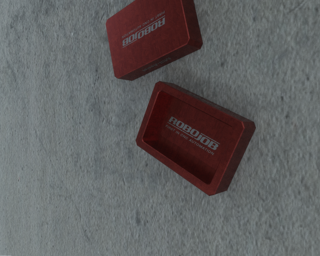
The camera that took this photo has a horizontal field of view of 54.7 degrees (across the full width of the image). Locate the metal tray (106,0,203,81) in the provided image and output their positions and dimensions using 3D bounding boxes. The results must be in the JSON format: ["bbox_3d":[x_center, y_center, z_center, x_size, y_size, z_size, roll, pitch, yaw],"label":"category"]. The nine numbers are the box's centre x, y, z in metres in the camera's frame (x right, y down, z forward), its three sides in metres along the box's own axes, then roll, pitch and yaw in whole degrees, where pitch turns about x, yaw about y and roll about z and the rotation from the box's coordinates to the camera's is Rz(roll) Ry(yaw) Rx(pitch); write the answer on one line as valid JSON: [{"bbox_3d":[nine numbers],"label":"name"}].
[{"bbox_3d":[-0.013,-0.126,0.411,0.130,0.030,0.090,-17,79,38],"label":"metal tray"}]

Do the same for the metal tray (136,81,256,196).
[{"bbox_3d":[0.036,0.008,0.370,0.130,0.030,0.089,32,109,35],"label":"metal tray"}]
